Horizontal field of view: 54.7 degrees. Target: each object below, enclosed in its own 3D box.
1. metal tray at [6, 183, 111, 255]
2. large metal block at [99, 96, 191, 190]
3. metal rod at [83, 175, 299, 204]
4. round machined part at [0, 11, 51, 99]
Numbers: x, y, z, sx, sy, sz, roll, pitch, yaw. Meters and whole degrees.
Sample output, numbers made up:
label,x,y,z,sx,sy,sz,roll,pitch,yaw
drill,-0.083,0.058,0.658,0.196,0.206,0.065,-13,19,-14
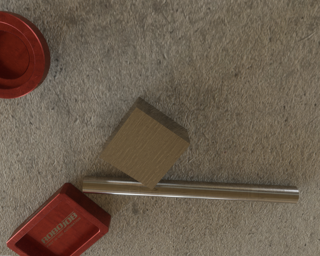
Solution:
label,x,y,z,sx,sy,sz,roll,pitch,yaw
metal tray,-0.149,0.153,0.462,0.130,0.030,0.090,-42,105,14
large metal block,-0.019,0.019,0.403,0.080,0.050,0.080,34,106,-12
metal rod,0.044,0.088,0.442,0.302,0.025,0.025,3,110,-2
round machined part,-0.179,-0.087,0.367,0.099,0.042,0.097,0,110,0
